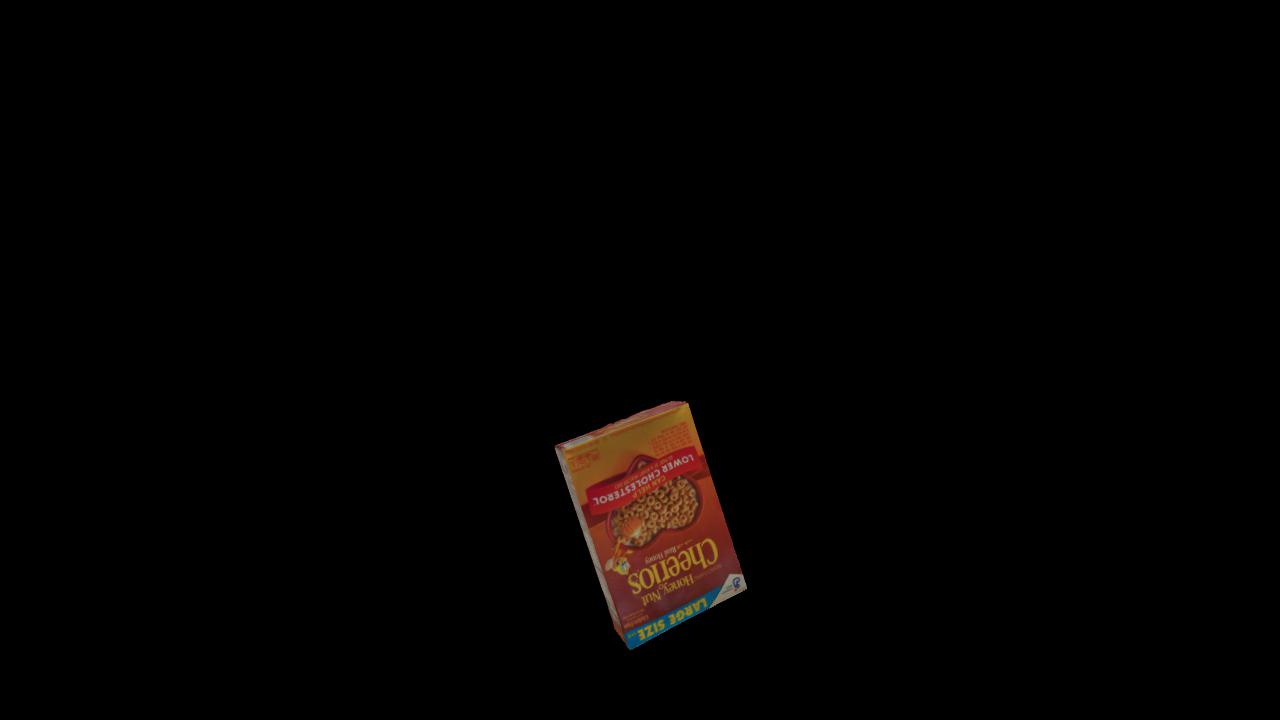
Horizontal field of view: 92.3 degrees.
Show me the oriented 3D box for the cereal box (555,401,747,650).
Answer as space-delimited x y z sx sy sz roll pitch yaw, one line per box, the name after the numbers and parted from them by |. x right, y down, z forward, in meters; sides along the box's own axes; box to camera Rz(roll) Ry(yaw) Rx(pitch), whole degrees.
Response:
0.019 0.236 0.912 0.203 0.306 0.081 -19 4 -18 | cereal box
